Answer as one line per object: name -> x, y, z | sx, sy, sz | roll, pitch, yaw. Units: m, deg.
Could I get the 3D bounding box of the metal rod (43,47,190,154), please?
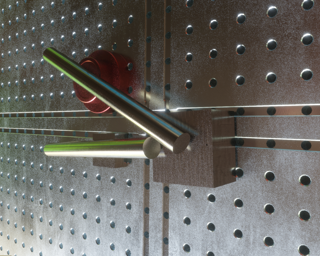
metal rod -> -0.077, -0.051, 0.408 | 0.300, 0.025, 0.025 | 34, 111, 37

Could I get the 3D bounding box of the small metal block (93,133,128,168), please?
small metal block -> -0.076, 0.033, 0.470 | 0.050, 0.025, 0.050 | 0, 90, 39

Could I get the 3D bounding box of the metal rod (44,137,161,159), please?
metal rod -> -0.105, 0.031, 0.458 | 0.299, 0.025, 0.025 | -5, 87, 50

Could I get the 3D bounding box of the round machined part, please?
round machined part -> -0.096, -0.071, 0.474 | 0.098, 0.042, 0.097 | 0, 90, 39

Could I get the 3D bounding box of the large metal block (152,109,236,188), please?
large metal block -> 0.038, 0.022, 0.356 | 0.080, 0.050, 0.079 | -2, 89, 39
